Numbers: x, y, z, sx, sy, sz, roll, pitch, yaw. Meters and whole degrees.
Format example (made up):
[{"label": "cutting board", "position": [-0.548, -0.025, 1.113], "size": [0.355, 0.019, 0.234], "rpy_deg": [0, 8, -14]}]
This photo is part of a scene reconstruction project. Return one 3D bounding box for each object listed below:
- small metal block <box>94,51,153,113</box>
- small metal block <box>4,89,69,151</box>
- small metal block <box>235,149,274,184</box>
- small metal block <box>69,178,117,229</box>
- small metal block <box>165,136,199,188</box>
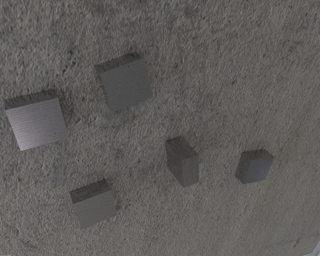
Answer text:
[{"label": "small metal block", "position": [-0.041, -0.052, 0.352], "size": [0.050, 0.025, 0.050], "rpy_deg": [-23, 127, -14]}, {"label": "small metal block", "position": [-0.130, -0.009, 0.330], "size": [0.050, 0.025, 0.050], "rpy_deg": [-17, 125, -19]}, {"label": "small metal block", "position": [0.163, 0.067, 0.537], "size": [0.050, 0.025, 0.050], "rpy_deg": [-5, 121, -26]}, {"label": "small metal block", "position": [-0.090, 0.103, 0.421], "size": [0.050, 0.025, 0.050], "rpy_deg": [-18, 126, -18]}, {"label": "small metal block", "position": [0.031, 0.047, 0.437], "size": [0.025, 0.050, 0.050], "rpy_deg": [-19, 126, -18]}]
